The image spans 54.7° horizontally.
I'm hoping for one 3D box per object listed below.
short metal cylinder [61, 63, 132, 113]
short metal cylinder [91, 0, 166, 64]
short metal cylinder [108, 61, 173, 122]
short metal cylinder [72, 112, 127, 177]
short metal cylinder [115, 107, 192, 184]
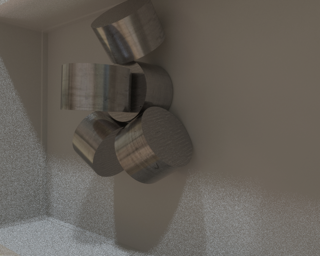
[{"bbox_3d":[-0.074,-0.045,0.364,0.080,0.081,0.050,4,93,40],"label":"short metal cylinder"},{"bbox_3d":[-0.039,-0.125,0.393,0.080,0.080,0.050,5,136,40],"label":"short metal cylinder"},{"bbox_3d":[-0.030,-0.048,0.412,0.080,0.050,0.080,0,90,40],"label":"short metal cylinder"},{"bbox_3d":[-0.072,0.020,0.428,0.050,0.081,0.079,36,112,34],"label":"short metal cylinder"},{"bbox_3d":[-0.007,0.021,0.375,0.050,0.081,0.080,-36,68,35],"label":"short metal cylinder"}]
